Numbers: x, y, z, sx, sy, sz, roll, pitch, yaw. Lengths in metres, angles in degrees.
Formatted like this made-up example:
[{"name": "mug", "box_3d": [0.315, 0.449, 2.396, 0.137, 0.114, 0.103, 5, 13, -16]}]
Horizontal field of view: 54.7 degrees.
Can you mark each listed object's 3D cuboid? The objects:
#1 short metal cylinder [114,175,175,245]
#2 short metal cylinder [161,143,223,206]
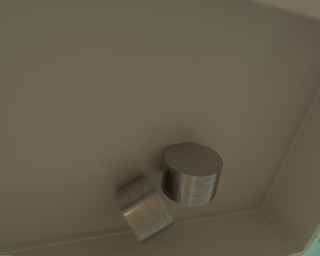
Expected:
[{"name": "short metal cylinder", "box_3d": [-0.022, 0.112, 0.431, 0.050, 0.080, 0.080, -30, 129, -9]}, {"name": "short metal cylinder", "box_3d": [0.044, 0.063, 0.436, 0.081, 0.080, 0.050, -8, 122, -25]}]
